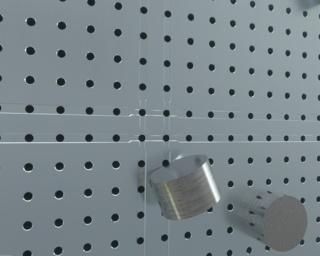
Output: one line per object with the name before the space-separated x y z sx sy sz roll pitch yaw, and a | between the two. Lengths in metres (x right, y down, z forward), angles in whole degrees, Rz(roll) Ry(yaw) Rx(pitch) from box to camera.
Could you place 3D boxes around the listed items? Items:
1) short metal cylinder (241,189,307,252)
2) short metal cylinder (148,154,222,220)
short metal cylinder | 0.170 0.136 0.465 0.081 0.050 0.079 0 90 -20
short metal cylinder | 0.032 0.074 0.396 0.081 0.080 0.050 -25 99 -19
